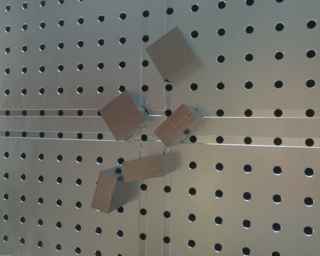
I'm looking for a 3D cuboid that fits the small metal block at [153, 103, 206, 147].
[{"bbox_3d":[0.026,-0.003,0.390,0.050,0.050,0.025,-44,77,14],"label":"small metal block"}]

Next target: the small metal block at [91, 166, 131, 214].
[{"bbox_3d":[-0.064,0.083,0.421,0.025,0.050,0.050,17,96,19],"label":"small metal block"}]

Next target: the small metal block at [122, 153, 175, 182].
[{"bbox_3d":[-0.014,0.051,0.403,0.050,0.050,0.025,-12,86,19],"label":"small metal block"}]

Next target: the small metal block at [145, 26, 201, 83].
[{"bbox_3d":[0.017,-0.095,0.406,0.050,0.025,0.050,-32,80,17],"label":"small metal block"}]

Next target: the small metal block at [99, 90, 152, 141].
[{"bbox_3d":[-0.048,-0.017,0.428,0.050,0.025,0.050,-35,79,16],"label":"small metal block"}]
